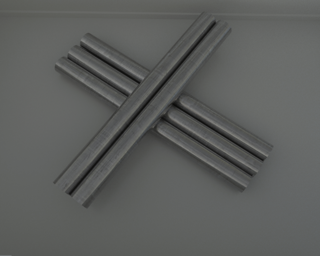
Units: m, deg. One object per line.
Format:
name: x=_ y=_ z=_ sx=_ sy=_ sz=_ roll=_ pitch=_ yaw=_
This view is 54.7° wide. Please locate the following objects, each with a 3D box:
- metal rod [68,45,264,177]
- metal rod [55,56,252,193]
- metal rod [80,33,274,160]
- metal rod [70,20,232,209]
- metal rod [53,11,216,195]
metal rod: x=-0.001 y=-0.028 z=0.418 sx=0.301 sy=0.025 sz=0.025 roll=33 pitch=73 yaw=11
metal rod: x=-0.017 y=-0.010 z=0.412 sx=0.301 sy=0.025 sz=0.025 roll=33 pitch=73 yaw=11
metal rod: x=0.015 y=-0.048 z=0.425 sx=0.300 sy=0.025 sz=0.025 roll=33 pitch=73 yaw=11
metal rod: x=-0.001 y=-0.029 z=0.392 sx=0.025 sy=0.025 sz=0.300 roll=36 pitch=74 yaw=12
metal rod: x=-0.022 y=-0.042 z=0.397 sx=0.025 sy=0.025 sz=0.300 roll=36 pitch=74 yaw=12
